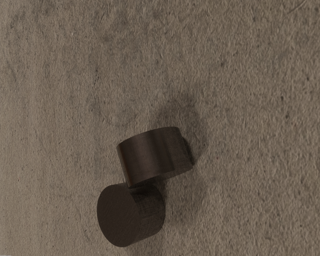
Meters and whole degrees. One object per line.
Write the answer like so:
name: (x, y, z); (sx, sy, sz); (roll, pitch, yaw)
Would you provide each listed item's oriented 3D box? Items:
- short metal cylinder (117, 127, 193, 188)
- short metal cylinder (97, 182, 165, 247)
short metal cylinder: (-0.007, 0.037, 0.373); (0.080, 0.081, 0.050); (-29, 72, 36)
short metal cylinder: (-0.040, 0.113, 0.419); (0.080, 0.050, 0.079); (0, 90, 39)
